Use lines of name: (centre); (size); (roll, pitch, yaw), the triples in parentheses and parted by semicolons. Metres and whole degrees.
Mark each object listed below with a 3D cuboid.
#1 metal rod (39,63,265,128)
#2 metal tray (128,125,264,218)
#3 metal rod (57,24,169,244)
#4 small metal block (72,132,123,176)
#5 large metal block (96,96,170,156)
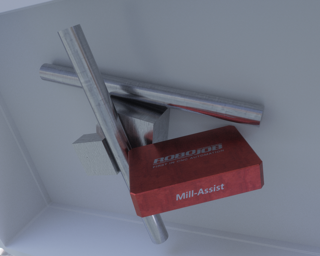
metal rod: (-0.025, -0.046, 0.391); (0.301, 0.025, 0.025); (14, 124, 20)
metal tray: (0.033, 0.042, 0.338); (0.131, 0.090, 0.030); (-13, 116, -1)
metal rod: (-0.048, 0.024, 0.381); (0.025, 0.025, 0.298); (-7, 115, 31)
small metal block: (-0.078, 0.034, 0.403); (0.050, 0.025, 0.050); (-7, 115, 30)
large metal block: (-0.036, 0.005, 0.412); (0.080, 0.050, 0.079); (17, 125, 18)
